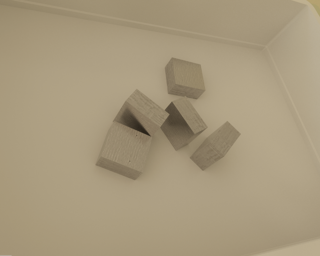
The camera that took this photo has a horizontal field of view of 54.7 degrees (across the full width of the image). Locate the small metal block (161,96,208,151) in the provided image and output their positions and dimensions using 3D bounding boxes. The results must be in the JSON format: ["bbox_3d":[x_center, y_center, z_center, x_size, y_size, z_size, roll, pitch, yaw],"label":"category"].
[{"bbox_3d":[0.027,-0.005,0.407,0.025,0.050,0.050,-25,75,-37],"label":"small metal block"}]

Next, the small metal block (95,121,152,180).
[{"bbox_3d":[-0.042,0.027,0.367,0.050,0.025,0.050,24,53,-14],"label":"small metal block"}]

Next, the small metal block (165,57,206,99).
[{"bbox_3d":[0.038,-0.075,0.471,0.050,0.025,0.050,8,58,-24],"label":"small metal block"}]

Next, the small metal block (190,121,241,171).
[{"bbox_3d":[0.074,0.024,0.414,0.025,0.050,0.050,45,51,2],"label":"small metal block"}]

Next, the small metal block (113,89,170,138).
[{"bbox_3d":[-0.024,-0.012,0.384,0.050,0.050,0.025,38,51,-3],"label":"small metal block"}]
